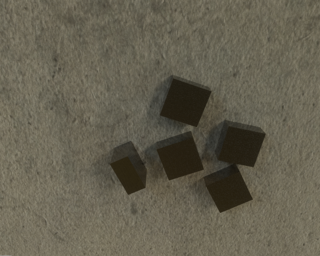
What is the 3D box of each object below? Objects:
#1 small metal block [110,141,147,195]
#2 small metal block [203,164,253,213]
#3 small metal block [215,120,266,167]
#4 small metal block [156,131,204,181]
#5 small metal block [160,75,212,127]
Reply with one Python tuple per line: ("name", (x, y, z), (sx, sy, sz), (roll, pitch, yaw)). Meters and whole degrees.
("small metal block", (-0.041, 0.052, 0.415), (0.025, 0.050, 0.050), (-24, 109, 8))
("small metal block", (0.097, 0.086, 0.443), (0.050, 0.025, 0.050), (-25, 109, 8))
("small metal block", (0.107, 0.021, 0.419), (0.050, 0.025, 0.050), (12, 110, -5))
("small metal block", (0.027, 0.038, 0.424), (0.050, 0.025, 0.050), (-19, 109, 6))
("small metal block", (0.032, -0.035, 0.397), (0.050, 0.025, 0.050), (18, 109, -7))
